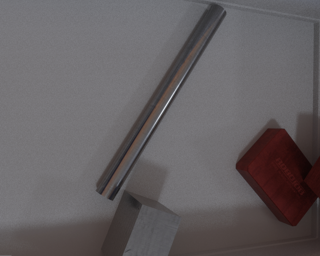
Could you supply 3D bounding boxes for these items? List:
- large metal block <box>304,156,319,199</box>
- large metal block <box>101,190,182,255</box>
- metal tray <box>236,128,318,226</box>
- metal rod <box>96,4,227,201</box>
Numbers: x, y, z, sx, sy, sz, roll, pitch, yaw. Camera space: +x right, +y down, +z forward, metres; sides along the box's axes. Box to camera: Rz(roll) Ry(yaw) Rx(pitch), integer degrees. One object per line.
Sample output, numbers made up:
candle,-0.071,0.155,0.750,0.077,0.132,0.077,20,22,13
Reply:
large metal block,0.264,0.072,0.432,0.050,0.080,0.079,1,125,-20
large metal block,-0.025,0.128,0.373,0.050,0.080,0.080,24,82,-19
metal tray,0.189,0.075,0.480,0.090,0.030,0.130,-45,104,-15
metal rod,0.007,-0.042,0.414,0.025,0.025,0.300,35,79,-17
